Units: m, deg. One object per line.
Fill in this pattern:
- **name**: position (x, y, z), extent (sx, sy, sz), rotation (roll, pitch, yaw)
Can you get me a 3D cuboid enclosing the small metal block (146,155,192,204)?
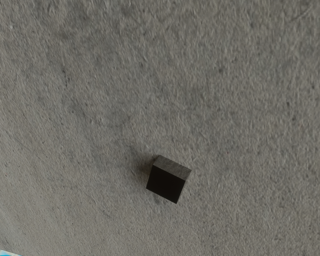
- **small metal block**: position (0.012, 0.074, 0.445), extent (0.050, 0.025, 0.050), rotation (25, 127, 12)
